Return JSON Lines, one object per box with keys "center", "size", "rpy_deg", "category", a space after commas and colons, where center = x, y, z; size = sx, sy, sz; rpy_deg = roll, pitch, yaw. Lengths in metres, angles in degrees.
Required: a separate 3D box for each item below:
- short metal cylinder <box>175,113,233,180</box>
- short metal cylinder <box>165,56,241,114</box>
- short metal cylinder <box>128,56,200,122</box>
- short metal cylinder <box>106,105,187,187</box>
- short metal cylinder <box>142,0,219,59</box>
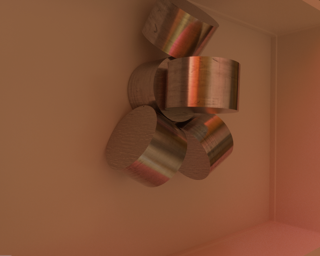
{"center": [0.049, 0.021, 0.409], "size": [0.050, 0.080, 0.080], "rpy_deg": [-35, 112, -34], "category": "short metal cylinder"}
{"center": [0.047, -0.044, 0.342], "size": [0.081, 0.080, 0.050], "rpy_deg": [4, 88, -40], "category": "short metal cylinder"}
{"center": [0.007, -0.047, 0.393], "size": [0.081, 0.050, 0.080], "rpy_deg": [0, 90, -40], "category": "short metal cylinder"}
{"center": [-0.016, 0.021, 0.355], "size": [0.050, 0.080, 0.080], "rpy_deg": [36, 68, -34], "category": "short metal cylinder"}
{"center": [0.025, -0.124, 0.381], "size": [0.081, 0.080, 0.050], "rpy_deg": [5, 130, -40], "category": "short metal cylinder"}
